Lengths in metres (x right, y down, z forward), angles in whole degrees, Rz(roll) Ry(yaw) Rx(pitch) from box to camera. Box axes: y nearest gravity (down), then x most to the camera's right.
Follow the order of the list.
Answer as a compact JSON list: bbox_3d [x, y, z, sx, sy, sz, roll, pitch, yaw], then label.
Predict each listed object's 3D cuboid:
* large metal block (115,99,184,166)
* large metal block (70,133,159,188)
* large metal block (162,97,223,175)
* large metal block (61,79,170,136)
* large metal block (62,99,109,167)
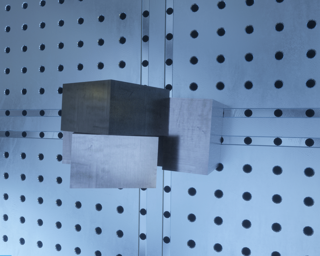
[{"bbox_3d":[-0.015,0.005,0.401,0.080,0.050,0.079,3,91,19],"label":"large metal block"},{"bbox_3d":[-0.051,0.031,0.329,0.081,0.080,0.050,3,91,-14],"label":"large metal block"},{"bbox_3d":[0.042,0.008,0.368,0.050,0.080,0.079,4,92,20],"label":"large metal block"},{"bbox_3d":[-0.047,-0.019,0.331,0.080,0.081,0.050,3,91,42],"label":"large metal block"},{"bbox_3d":[-0.082,0.005,0.411,0.050,0.080,0.079,2,91,20],"label":"large metal block"}]
